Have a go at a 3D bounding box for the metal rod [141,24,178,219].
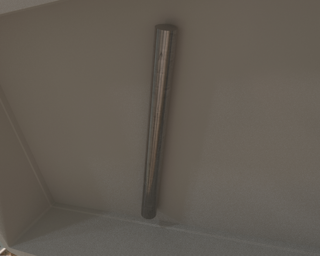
[{"bbox_3d":[-0.006,0.014,0.418,0.025,0.025,0.298,18,126,18],"label":"metal rod"}]
